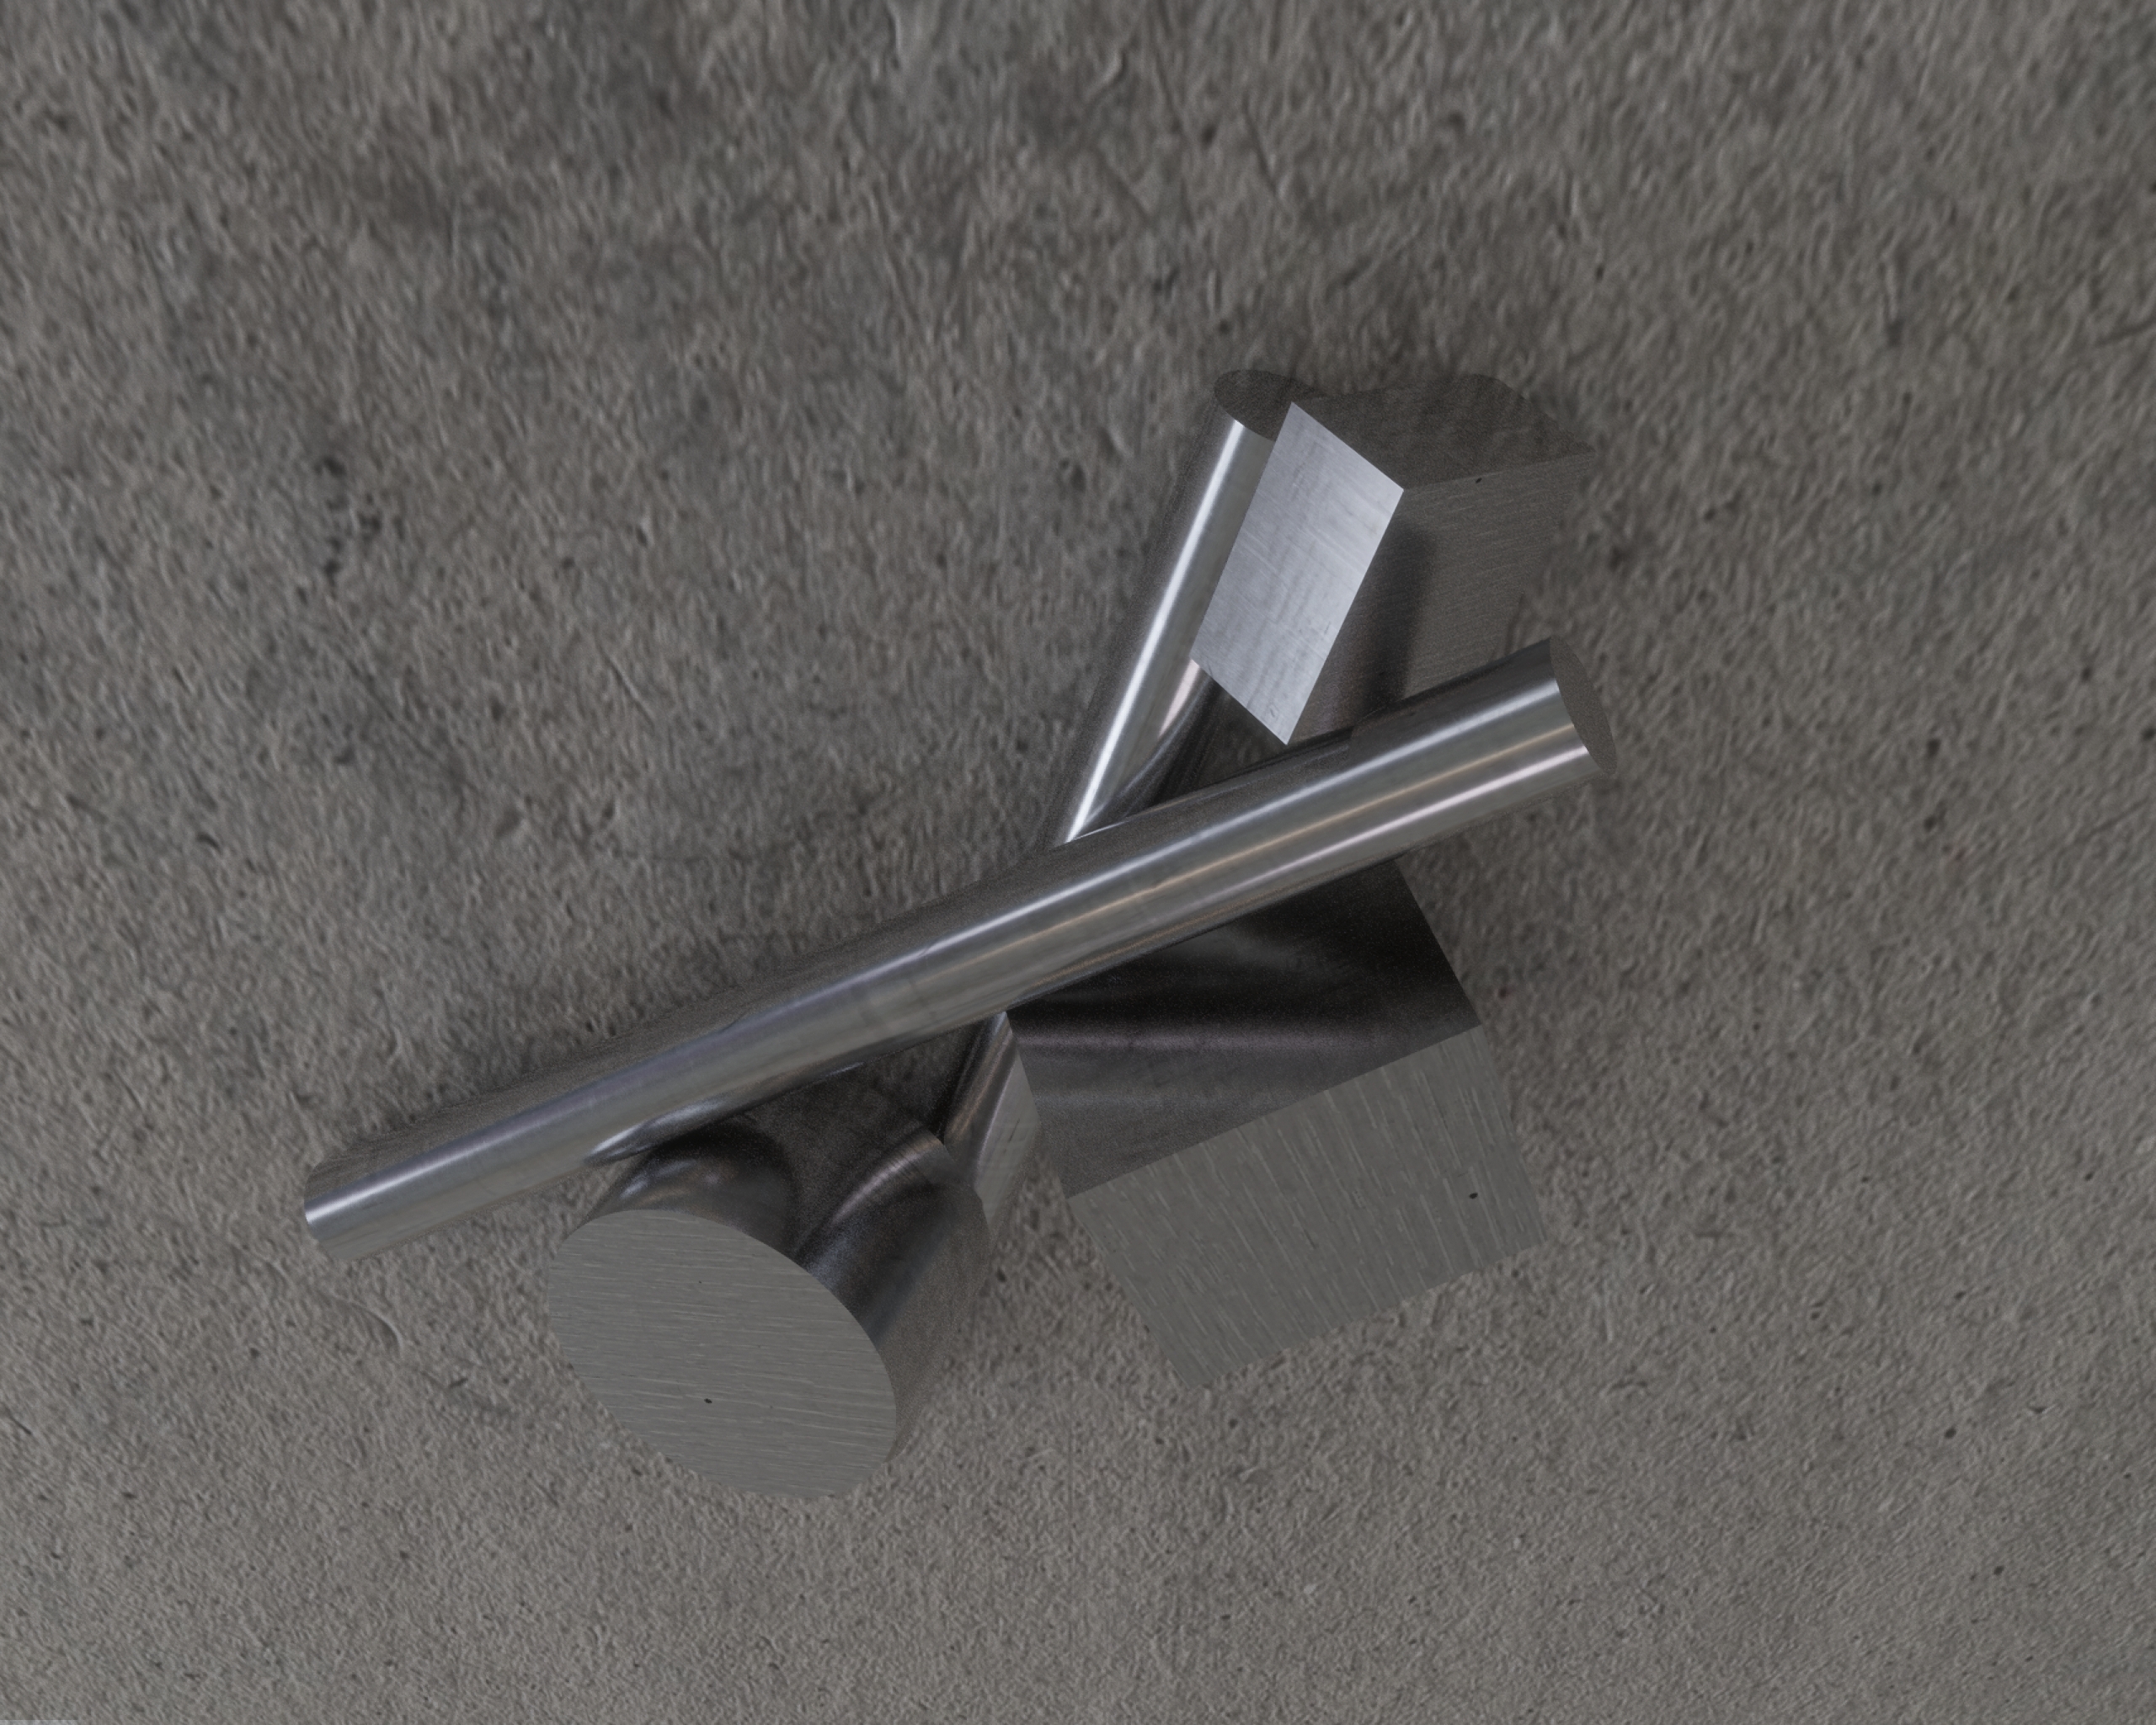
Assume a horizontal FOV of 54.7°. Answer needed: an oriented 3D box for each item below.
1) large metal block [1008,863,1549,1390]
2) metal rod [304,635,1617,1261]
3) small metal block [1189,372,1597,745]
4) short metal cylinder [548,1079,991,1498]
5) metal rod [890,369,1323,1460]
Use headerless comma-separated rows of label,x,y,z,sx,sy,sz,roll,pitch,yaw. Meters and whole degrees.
large metal block,0.041,0.052,0.418,0.080,0.050,0.080,-23,137,3
metal rod,-0.041,0.026,0.408,0.300,0.025,0.025,-23,127,26
small metal block,0.052,-0.051,0.349,0.050,0.025,0.050,-18,143,-40
short metal cylinder,-0.066,0.090,0.452,0.080,0.050,0.079,11,125,17
metal rod,-0.010,0.034,0.436,0.025,0.025,0.298,13,129,-11
